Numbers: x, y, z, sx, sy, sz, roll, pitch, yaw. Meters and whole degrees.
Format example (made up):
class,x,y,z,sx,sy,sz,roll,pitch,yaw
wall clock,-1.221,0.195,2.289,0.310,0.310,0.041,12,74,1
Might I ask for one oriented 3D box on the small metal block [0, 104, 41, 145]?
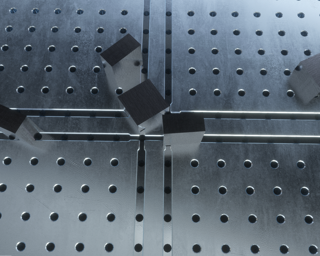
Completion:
class,x,y,z,sx,sy,sz,roll,pitch,yaw
small metal block,-0.190,-0.005,0.398,0.050,0.050,0.025,23,72,8

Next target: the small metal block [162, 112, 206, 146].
class,x,y,z,sx,sy,sz,roll,pitch,yaw
small metal block,0.029,0.002,0.398,0.050,0.050,0.025,-4,70,-2

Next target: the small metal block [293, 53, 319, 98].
class,x,y,z,sx,sy,sz,roll,pitch,yaw
small metal block,0.231,-0.078,0.443,0.050,0.025,0.050,-25,72,-9

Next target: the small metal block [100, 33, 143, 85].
class,x,y,z,sx,sy,sz,roll,pitch,yaw
small metal block,-0.052,-0.095,0.433,0.050,0.050,0.025,-41,75,-14

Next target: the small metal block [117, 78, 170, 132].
class,x,y,z,sx,sy,sz,roll,pitch,yaw
small metal block,-0.022,-0.031,0.423,0.050,0.025,0.050,-32,74,-11
